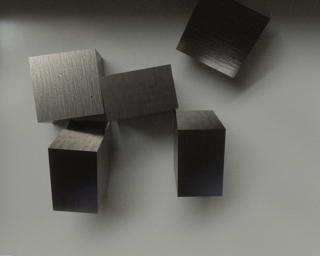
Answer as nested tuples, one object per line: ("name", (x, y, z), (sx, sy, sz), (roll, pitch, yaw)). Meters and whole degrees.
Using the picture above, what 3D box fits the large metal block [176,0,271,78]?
("large metal block", (0.077, -0.122, 0.381), (0.080, 0.050, 0.079), (27, 125, -1))

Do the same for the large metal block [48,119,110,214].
("large metal block", (-0.092, 0.043, 0.370), (0.050, 0.080, 0.079), (4, 113, 0))

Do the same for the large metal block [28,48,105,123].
("large metal block", (-0.113, -0.051, 0.397), (0.081, 0.050, 0.080), (-8, 90, -1))

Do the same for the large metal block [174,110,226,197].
("large metal block", (0.044, 0.027, 0.375), (0.050, 0.080, 0.079), (-1, 108, -1))

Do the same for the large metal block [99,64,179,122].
("large metal block", (-0.023, -0.040, 0.384), (0.080, 0.080, 0.050), (-10, 90, 0))
